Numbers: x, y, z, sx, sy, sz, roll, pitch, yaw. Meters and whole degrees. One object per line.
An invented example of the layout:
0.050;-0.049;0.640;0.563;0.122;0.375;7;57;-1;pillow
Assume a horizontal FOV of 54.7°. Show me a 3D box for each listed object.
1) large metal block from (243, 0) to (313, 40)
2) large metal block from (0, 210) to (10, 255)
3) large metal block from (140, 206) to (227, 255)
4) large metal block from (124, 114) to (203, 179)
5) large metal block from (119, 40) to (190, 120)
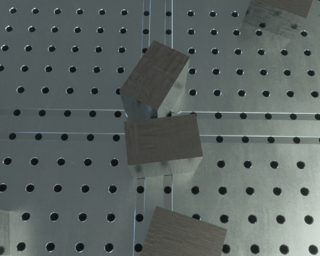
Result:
0.183;-0.194;0.472;0.080;0.050;0.080;23;72;8;large metal block
-0.220;0.139;0.345;0.081;0.050;0.080;-10;70;-4;large metal block
0.022;0.141;0.347;0.080;0.050;0.080;17;71;6;large metal block
0.003;0.025;0.373;0.081;0.080;0.050;-7;70;-3;large metal block
-0.005;-0.051;0.401;0.050;0.080;0.080;28;72;9;large metal block
